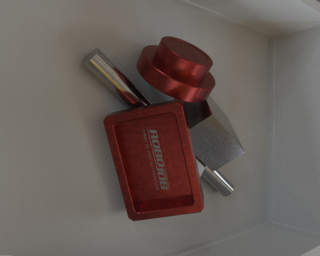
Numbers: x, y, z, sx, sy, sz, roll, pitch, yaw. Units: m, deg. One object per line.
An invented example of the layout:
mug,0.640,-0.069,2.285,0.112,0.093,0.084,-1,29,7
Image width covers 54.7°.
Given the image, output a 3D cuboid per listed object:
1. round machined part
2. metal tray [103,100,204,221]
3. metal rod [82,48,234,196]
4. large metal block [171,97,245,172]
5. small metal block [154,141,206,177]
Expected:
round machined part,0.025,-0.076,0.377,0.099,0.098,0.042,-3,132,-40
metal tray,-0.005,0.039,0.362,0.030,0.090,0.129,-58,137,-75
metal rod,0.015,0.010,0.419,0.300,0.025,0.025,44,63,-31
large metal block,0.061,-0.002,0.416,0.080,0.050,0.080,44,21,-31
small metal block,0.025,0.042,0.411,0.050,0.050,0.025,46,63,-31
